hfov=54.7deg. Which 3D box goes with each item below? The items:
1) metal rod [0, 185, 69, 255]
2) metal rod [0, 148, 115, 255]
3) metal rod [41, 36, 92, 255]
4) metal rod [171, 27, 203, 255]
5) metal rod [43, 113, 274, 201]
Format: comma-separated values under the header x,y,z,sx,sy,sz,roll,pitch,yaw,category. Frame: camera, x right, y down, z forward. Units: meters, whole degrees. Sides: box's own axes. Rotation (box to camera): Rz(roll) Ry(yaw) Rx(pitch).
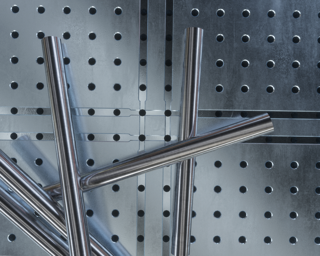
x,y,z,sx,sy,sz,roll,pitch,yaw,category
-0.127,0.168,0.411,0.300,0.025,0.025,41,90,-1,metal rod
-0.114,0.127,0.393,0.025,0.025,0.300,-44,98,0,metal rod
-0.117,0.028,0.387,0.025,0.025,0.298,-11,81,0,metal rod
0.036,0.018,0.413,0.025,0.025,0.298,4,90,-1,metal rod
-0.009,0.041,0.393,0.301,0.025,0.025,-19,90,7,metal rod
